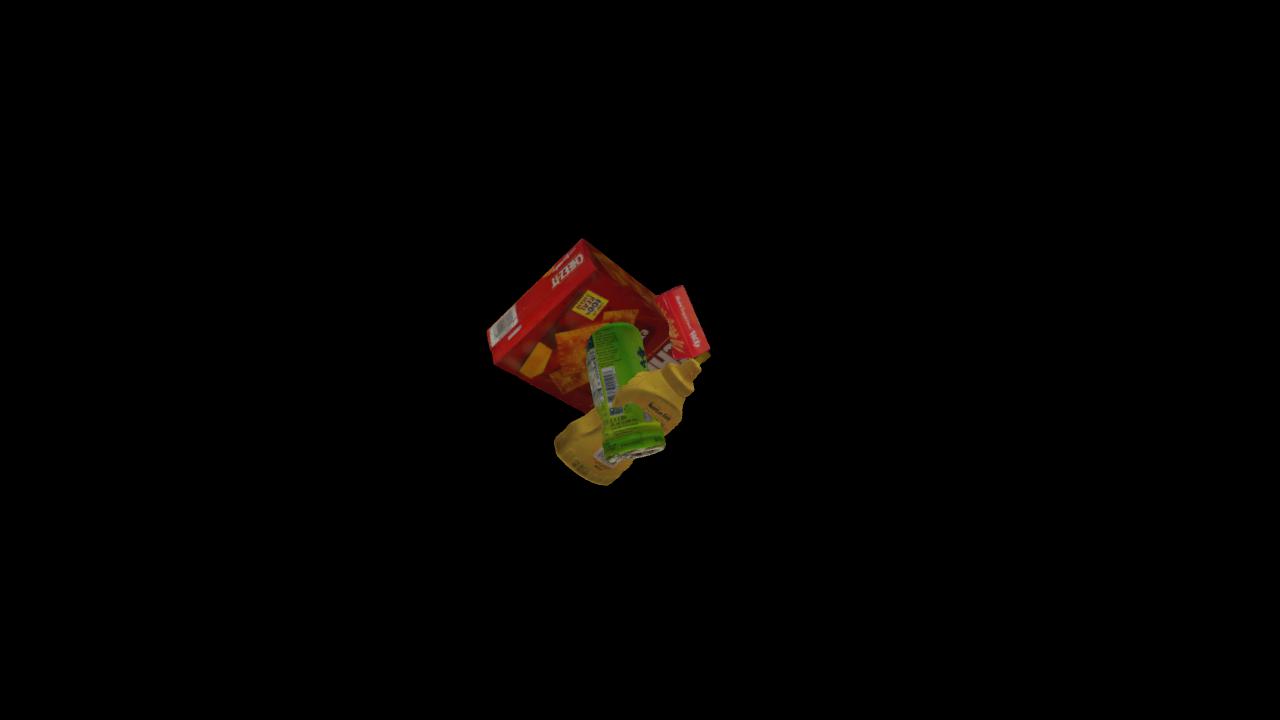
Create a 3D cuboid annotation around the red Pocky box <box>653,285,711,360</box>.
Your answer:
[{"bbox_3d":[0.032,-0.041,0.763,0.028,0.083,0.155,-24,4,-16],"label":"red Pocky box"}]

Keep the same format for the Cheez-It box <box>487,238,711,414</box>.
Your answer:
[{"bbox_3d":[-0.045,-0.018,0.743,0.166,0.071,0.223,-41,-46,17],"label":"Cheez-It box"}]

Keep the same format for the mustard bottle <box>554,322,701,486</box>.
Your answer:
[{"bbox_3d":[-0.003,0.062,0.690,0.092,0.184,0.054,40,17,-28],"label":"mustard bottle"}]

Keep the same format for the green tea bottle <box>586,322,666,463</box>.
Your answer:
[{"bbox_3d":[-0.026,0.006,0.699,0.073,0.212,0.073,-12,-12,-3],"label":"green tea bottle"}]
